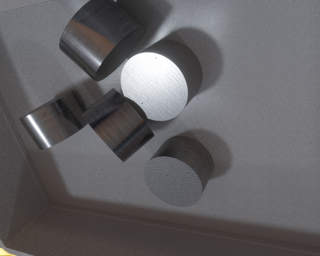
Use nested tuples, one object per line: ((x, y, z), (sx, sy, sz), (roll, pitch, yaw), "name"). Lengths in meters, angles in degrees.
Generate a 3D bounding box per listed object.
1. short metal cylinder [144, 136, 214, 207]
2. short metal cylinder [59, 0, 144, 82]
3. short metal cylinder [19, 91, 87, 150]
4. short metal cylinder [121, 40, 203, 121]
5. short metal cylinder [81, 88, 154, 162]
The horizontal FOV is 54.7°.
((0.026, 0.058, 0.414), (0.080, 0.050, 0.079), (13, 124, 20), "short metal cylinder")
((-0.063, -0.098, 0.344), (0.050, 0.080, 0.080), (42, 129, -1), "short metal cylinder")
((-0.150, -0.012, 0.442), (0.080, 0.080, 0.050), (-16, 110, 34), "short metal cylinder")
((0.003, -0.055, 0.356), (0.080, 0.050, 0.079), (13, 124, 20), "short metal cylinder")
((-0.052, -0.003, 0.389), (0.080, 0.050, 0.080), (48, 173, 8), "short metal cylinder")
